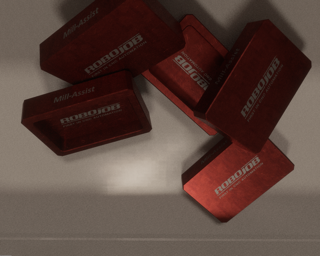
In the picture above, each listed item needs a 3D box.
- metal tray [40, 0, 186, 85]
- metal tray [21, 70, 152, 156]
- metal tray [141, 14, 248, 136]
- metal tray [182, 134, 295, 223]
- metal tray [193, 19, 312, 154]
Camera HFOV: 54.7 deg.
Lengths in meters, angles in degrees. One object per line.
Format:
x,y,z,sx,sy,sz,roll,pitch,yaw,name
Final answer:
-0.051,-0.087,0.330,0.130,0.030,0.090,-26,151,26,metal tray
-0.084,-0.013,0.377,0.131,0.030,0.090,-16,146,5,metal tray
0.050,-0.064,0.385,0.130,0.030,0.090,41,105,-14,metal tray
0.106,0.062,0.433,0.090,0.030,0.130,43,104,-15,metal tray
0.110,-0.047,0.362,0.090,0.030,0.130,33,88,-24,metal tray
